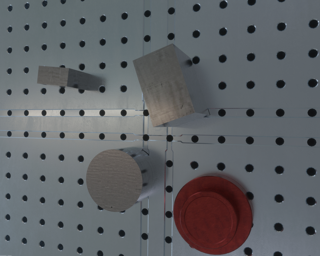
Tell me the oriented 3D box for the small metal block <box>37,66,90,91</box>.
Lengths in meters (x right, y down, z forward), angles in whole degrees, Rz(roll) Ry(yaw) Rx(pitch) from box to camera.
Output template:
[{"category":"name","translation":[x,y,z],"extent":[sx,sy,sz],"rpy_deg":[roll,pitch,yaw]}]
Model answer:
[{"category":"small metal block","translation":[-0.139,-0.072,0.448],"extent":[0.050,0.050,0.025],"rpy_deg":[8,93,20]}]

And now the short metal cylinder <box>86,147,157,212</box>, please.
[{"category":"short metal cylinder","translation":[-0.051,0.067,0.417],"extent":[0.080,0.050,0.079],"rpy_deg":[0,90,20]}]

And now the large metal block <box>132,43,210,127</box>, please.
[{"category":"large metal block","translation":[0.017,-0.047,0.377],"extent":[0.050,0.080,0.080],"rpy_deg":[-19,84,19]}]

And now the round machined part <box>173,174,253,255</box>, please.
[{"category":"round machined part","translation":[0.063,0.108,0.381],"extent":[0.098,0.042,0.097],"rpy_deg":[0,90,20]}]
